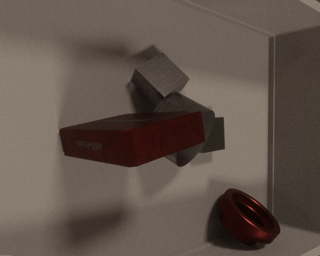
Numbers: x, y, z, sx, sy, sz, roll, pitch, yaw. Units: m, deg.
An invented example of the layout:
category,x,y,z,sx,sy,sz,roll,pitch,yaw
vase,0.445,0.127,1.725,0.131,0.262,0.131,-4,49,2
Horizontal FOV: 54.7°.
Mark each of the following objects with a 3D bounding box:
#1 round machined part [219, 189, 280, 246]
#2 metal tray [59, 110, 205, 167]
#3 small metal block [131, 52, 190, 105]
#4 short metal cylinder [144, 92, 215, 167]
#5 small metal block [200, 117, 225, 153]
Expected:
category,x,y,z,sx,sy,sz,roll,pitch,yaw
round machined part,0.134,0.144,0.486,0.099,0.098,0.042,17,113,-39
metal tray,-0.032,0.007,0.313,0.091,0.130,0.030,-16,101,-39
small metal block,0.000,-0.062,0.393,0.050,0.025,0.050,46,56,8
short metal cylinder,0.025,0.002,0.390,0.080,0.050,0.080,-43,151,-30
small metal block,0.072,0.010,0.469,0.050,0.025,0.050,-5,93,-40
